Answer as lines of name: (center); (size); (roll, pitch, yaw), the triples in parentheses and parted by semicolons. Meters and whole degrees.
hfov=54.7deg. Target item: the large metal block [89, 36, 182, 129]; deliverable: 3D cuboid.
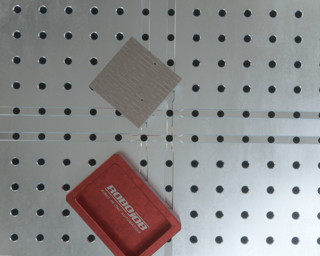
large metal block: (-0.030, -0.056, 0.400); (0.080, 0.050, 0.080); (41, 90, 0)

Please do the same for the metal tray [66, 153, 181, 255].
metal tray: (-0.046, 0.108, 0.410); (0.090, 0.030, 0.130); (-41, 90, 0)
